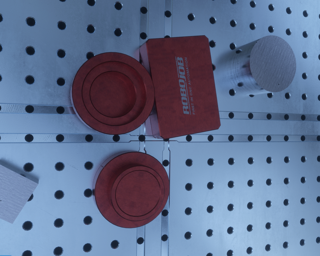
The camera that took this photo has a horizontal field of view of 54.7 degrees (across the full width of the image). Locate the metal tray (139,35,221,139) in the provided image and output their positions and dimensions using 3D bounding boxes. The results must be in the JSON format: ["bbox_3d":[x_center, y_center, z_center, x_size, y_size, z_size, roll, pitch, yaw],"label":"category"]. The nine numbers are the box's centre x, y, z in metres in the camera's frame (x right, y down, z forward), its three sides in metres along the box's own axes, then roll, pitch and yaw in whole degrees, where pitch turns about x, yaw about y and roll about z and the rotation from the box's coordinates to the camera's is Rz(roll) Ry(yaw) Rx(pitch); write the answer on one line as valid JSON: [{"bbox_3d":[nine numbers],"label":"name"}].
[{"bbox_3d":[0.028,-0.056,0.422,0.091,0.030,0.129,-10,94,-20],"label":"metal tray"}]

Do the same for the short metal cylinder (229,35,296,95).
[{"bbox_3d":[0.151,-0.090,0.457,0.081,0.050,0.079,0,90,-21],"label":"short metal cylinder"}]

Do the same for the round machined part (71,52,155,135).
[{"bbox_3d":[-0.059,-0.040,0.382,0.099,0.042,0.097,0,90,-21],"label":"round machined part"}]

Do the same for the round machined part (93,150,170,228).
[{"bbox_3d":[-0.033,0.079,0.392,0.099,0.042,0.097,0,90,-20],"label":"round machined part"}]

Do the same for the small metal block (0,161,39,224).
[{"bbox_3d":[-0.174,0.071,0.349,0.050,0.025,0.050,33,79,-17],"label":"small metal block"}]
